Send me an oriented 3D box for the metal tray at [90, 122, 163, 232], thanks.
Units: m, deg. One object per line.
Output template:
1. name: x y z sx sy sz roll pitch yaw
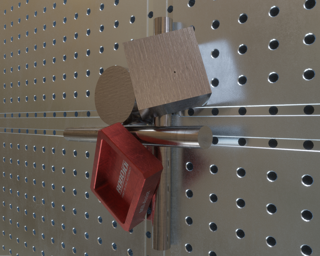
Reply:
1. metal tray: -0.050 0.068 0.414 0.090 0.030 0.129 42 137 25

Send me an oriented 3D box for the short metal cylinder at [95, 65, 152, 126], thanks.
1. short metal cylinder: -0.045 -0.043 0.430 0.080 0.050 0.079 0 90 40

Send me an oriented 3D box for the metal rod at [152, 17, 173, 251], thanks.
1. metal rod: 0.003 0.008 0.407 0.025 0.025 0.298 1 91 40

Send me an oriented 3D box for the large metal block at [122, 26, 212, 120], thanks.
1. large metal block: 0.008 -0.061 0.361 0.080 0.050 0.080 -14 79 -1

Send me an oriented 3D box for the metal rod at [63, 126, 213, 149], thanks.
1. metal rod: -0.055 0.010 0.433 0.300 0.025 0.025 0 90 47
